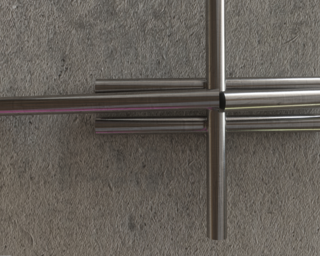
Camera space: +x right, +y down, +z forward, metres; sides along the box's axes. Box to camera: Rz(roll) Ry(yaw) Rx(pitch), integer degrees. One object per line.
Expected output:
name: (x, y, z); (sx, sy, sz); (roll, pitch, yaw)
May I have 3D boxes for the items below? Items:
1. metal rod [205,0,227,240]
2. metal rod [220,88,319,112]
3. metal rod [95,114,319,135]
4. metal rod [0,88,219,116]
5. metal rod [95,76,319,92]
metal rod: (0.070, -0.013, 0.387); (0.025, 0.025, 0.298); (0, 90, -1)
metal rod: (0.220, -0.038, 0.389); (0.302, 0.025, 0.025); (-3, 90, -11)
metal rod: (0.068, -0.005, 0.411); (0.302, 0.025, 0.025); (-1, 90, -1)
metal rod: (-0.080, -0.031, 0.385); (0.302, 0.025, 0.025); (-1, 90, 9)
metal rod: (0.068, -0.055, 0.411); (0.302, 0.025, 0.025); (-1, 90, -1)
